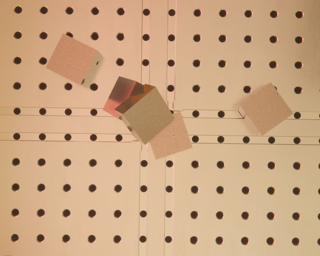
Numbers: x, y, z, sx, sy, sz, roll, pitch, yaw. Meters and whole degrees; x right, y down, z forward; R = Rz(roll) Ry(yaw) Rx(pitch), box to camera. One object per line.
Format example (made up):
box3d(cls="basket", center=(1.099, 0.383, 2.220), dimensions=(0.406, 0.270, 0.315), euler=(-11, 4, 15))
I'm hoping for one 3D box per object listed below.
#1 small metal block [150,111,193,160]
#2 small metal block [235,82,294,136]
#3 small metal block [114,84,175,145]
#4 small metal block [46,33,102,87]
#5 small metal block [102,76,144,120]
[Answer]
box3d(cls="small metal block", center=(0.011, 0.010, 0.413), dimensions=(0.050, 0.025, 0.050), euler=(-18, 90, 0))
box3d(cls="small metal block", center=(0.138, -0.025, 0.414), dimensions=(0.050, 0.025, 0.050), euler=(-36, 90, 0))
box3d(cls="small metal block", center=(-0.018, -0.017, 0.374), dimensions=(0.050, 0.025, 0.050), euler=(-42, 122, -15))
box3d(cls="small metal block", center=(-0.114, -0.089, 0.413), dimensions=(0.050, 0.025, 0.050), euler=(27, 90, 0))
box3d(cls="small metal block", center=(-0.043, -0.036, 0.398), dimensions=(0.025, 0.050, 0.050), euler=(26, 90, -36))
